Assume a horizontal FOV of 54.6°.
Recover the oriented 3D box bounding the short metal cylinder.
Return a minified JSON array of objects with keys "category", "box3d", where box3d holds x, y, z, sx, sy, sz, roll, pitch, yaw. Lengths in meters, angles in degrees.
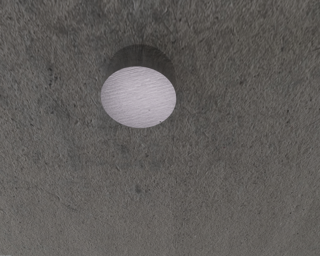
[{"category":"short metal cylinder","box3d":[-0.023,-0.047,0.351,0.080,0.050,0.080,0,130,0]}]
